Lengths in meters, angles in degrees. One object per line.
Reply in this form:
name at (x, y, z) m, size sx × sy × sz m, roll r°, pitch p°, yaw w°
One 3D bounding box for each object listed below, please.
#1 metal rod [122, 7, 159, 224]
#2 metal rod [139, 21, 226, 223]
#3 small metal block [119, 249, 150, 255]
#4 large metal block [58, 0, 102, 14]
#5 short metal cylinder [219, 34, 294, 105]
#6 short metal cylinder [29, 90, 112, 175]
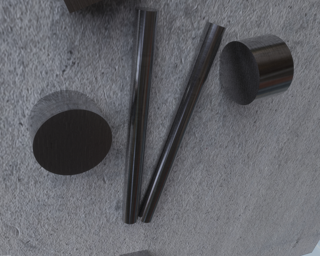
metal rod at (-0.029, 0.006, 0.394) m, size 0.025 × 0.025 × 0.298 m, roll -8°, pitch 122°, yaw -25°
metal rod at (0.022, 0.008, 0.423) m, size 0.025 × 0.025 × 0.298 m, roll 5°, pitch 116°, yaw -31°
small metal block at (-0.038, 0.235, 0.516) m, size 0.050 × 0.050 × 0.025 m, roll 0°, pitch 118°, yaw -29°
large metal block at (-0.061, -0.155, 0.261) m, size 0.080 × 0.050 × 0.080 m, roll -28°, pitch 128°, yaw -11°
short metal cylinder at (0.119, -0.074, 0.391) m, size 0.050 × 0.080 × 0.079 m, roll -17°, pitch 125°, yaw -19°
short metal cylinder at (-0.099, 0.005, 0.340) m, size 0.081 × 0.050 × 0.079 m, roll -14°, pitch 124°, yaw -21°
